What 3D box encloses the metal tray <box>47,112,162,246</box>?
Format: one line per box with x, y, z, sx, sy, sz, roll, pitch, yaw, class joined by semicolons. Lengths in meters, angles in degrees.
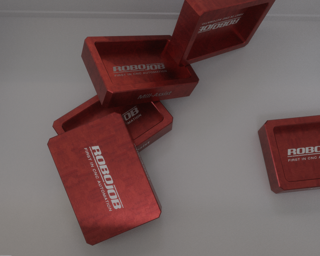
-0.063;0.057;0.363;0.090;0.030;0.129;-23;86;-1;metal tray

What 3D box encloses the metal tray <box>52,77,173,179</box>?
-0.059;-0.003;0.407;0.131;0.030;0.090;-34;74;-12;metal tray

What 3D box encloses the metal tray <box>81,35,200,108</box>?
-0.024;-0.078;0.402;0.131;0.030;0.090;-11;62;-31;metal tray

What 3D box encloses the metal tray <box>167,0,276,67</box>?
0.080;-0.135;0.405;0.131;0.089;0.030;-23;67;-27;metal tray

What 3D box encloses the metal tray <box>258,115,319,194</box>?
0.202;0.031;0.396;0.131;0.030;0.090;-6;70;-2;metal tray
